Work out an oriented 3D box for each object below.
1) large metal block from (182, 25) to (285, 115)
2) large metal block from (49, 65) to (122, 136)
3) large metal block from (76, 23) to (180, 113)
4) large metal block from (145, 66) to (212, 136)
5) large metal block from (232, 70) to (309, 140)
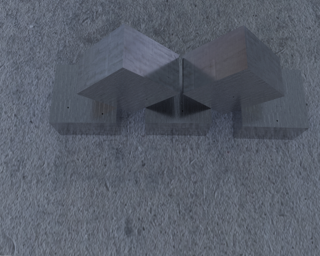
[{"bbox_3d":[0.082,-0.060,0.352,0.080,0.080,0.050,-18,63,41],"label":"large metal block"},{"bbox_3d":[-0.093,-0.035,0.408,0.081,0.050,0.080,0,70,0],"label":"large metal block"},{"bbox_3d":[-0.035,-0.061,0.349,0.080,0.080,0.050,18,63,-42],"label":"large metal block"},{"bbox_3d":[0.023,-0.035,0.409,0.081,0.050,0.080,1,70,0],"label":"large metal block"},{"bbox_3d":[0.140,-0.030,0.409,0.081,0.050,0.080,1,70,0],"label":"large metal block"}]
